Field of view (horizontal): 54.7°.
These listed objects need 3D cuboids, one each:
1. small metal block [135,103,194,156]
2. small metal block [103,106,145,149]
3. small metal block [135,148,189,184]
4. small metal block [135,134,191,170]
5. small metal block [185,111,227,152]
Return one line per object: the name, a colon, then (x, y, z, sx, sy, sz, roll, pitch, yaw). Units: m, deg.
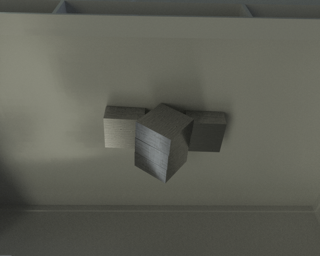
small metal block: (0.006, 0.000, 0.377, 0.050, 0.050, 0.025, 27, 134, 25)
small metal block: (-0.046, 0.000, 0.407, 0.050, 0.025, 0.050, 3, 130, -3)
small metal block: (0.002, 0.038, 0.410, 0.050, 0.050, 0.025, 27, 135, 25)
small metal block: (0.004, 0.019, 0.394, 0.050, 0.050, 0.025, 27, 135, 25)
small metal block: (0.057, 0.005, 0.413, 0.050, 0.025, 0.050, 2, 130, -3)
